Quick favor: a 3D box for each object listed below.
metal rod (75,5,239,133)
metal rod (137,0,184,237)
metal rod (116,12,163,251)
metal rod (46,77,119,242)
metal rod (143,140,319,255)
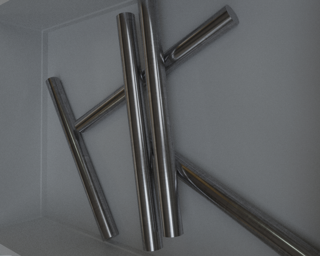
[{"bbox_3d":[-0.026,-0.064,0.427,0.299,0.025,0.025,-30,71,36],"label":"metal rod"},{"bbox_3d":[-0.001,-0.024,0.373,0.025,0.025,0.298,-10,83,39],"label":"metal rod"},{"bbox_3d":[-0.027,0.000,0.395,0.025,0.025,0.298,-12,82,39],"label":"metal rod"},{"bbox_3d":[-0.136,0.040,0.519,0.025,0.025,0.299,-40,66,33],"label":"metal rod"},{"bbox_3d":[0.072,0.079,0.347,0.300,0.025,0.025,33,111,35],"label":"metal rod"}]
